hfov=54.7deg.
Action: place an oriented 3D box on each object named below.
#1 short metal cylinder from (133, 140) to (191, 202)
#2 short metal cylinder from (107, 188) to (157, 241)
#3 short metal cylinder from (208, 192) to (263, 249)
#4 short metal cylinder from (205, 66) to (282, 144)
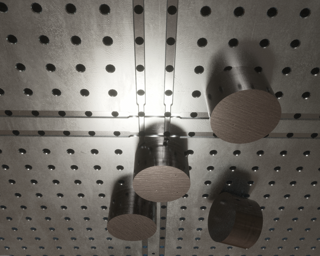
[{"bbox_3d":[0.002,0.063,0.449,0.081,0.050,0.079,0,130,0],"label":"short metal cylinder"},{"bbox_3d":[-0.045,0.146,0.519,0.081,0.050,0.079,0,130,0],"label":"short metal cylinder"},{"bbox_3d":[0.121,0.150,0.506,0.050,0.080,0.079,20,127,-16],"label":"short metal cylinder"},{"bbox_3d":[0.098,-0.027,0.374,0.081,0.050,0.079,0,130,0],"label":"short metal cylinder"}]
